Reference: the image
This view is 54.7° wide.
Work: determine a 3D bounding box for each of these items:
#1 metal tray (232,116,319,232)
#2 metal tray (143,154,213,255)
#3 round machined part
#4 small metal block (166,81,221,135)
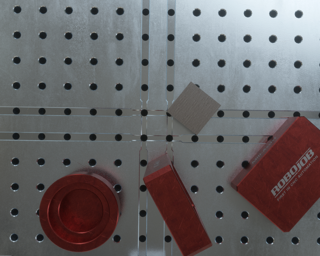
[{"bbox_3d":[0.172,0.059,0.412,0.090,0.030,0.130,42,90,0],"label":"metal tray"},{"bbox_3d":[0.017,0.081,0.361,0.030,0.130,0.090,-28,90,0],"label":"metal tray"},{"bbox_3d":[-0.101,0.105,0.404,0.099,0.042,0.097,0,90,0],"label":"round machined part"},{"bbox_3d":[0.044,-0.026,0.414,0.050,0.025,0.050,39,90,0],"label":"small metal block"}]
